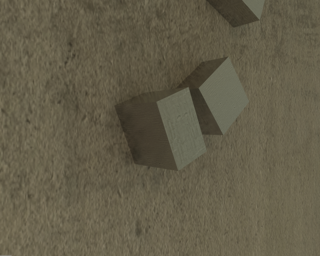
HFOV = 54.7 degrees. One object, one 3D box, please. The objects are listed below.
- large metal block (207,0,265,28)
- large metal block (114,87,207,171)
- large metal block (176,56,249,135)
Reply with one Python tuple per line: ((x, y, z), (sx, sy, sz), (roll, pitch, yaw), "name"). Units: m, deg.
((0.126, -0.223, 0.496), (0.080, 0.050, 0.080), (28, 72, -37), "large metal block")
((0.000, 0.000, 0.371), (0.050, 0.080, 0.080), (-29, 108, -37), "large metal block")
((0.077, -0.046, 0.456), (0.080, 0.050, 0.080), (-47, 118, -30), "large metal block")
